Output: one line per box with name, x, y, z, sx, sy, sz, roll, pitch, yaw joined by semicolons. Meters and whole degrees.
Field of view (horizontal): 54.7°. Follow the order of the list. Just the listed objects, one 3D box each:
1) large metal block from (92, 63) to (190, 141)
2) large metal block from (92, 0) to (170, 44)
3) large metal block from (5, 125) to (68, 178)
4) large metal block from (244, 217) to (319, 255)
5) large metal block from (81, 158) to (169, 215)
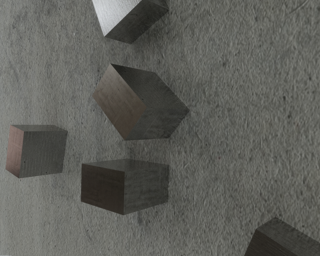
large metal block;-0.024;-0.031;0.389;0.080;0.081;0.050;50;120;28
large metal block;-0.044;-0.176;0.425;0.080;0.050;0.080;-31;71;36
large metal block;-0.218;0.038;0.550;0.050;0.081;0.079;16;101;39
large metal block;0.121;0.144;0.289;0.080;0.050;0.079;28;108;36
large metal block;-0.045;0.072;0.407;0.080;0.081;0.050;3;92;40
